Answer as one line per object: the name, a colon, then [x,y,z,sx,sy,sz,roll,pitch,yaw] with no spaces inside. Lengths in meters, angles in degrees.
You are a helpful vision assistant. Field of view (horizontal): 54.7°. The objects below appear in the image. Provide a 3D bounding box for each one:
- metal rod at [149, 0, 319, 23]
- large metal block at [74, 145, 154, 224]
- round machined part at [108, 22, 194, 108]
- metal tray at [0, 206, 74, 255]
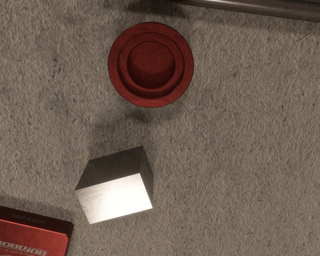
metal rod: [0.085,-0.148,0.356,0.302,0.025,0.025,6,110,-3]
large metal block: [-0.055,0.071,0.406,0.080,0.080,0.050,-16,110,5]
round machined part: [-0.010,-0.077,0.372,0.099,0.042,0.097,0,110,-1]
metal tray: [-0.206,0.173,0.468,0.131,0.030,0.089,15,109,-6]
